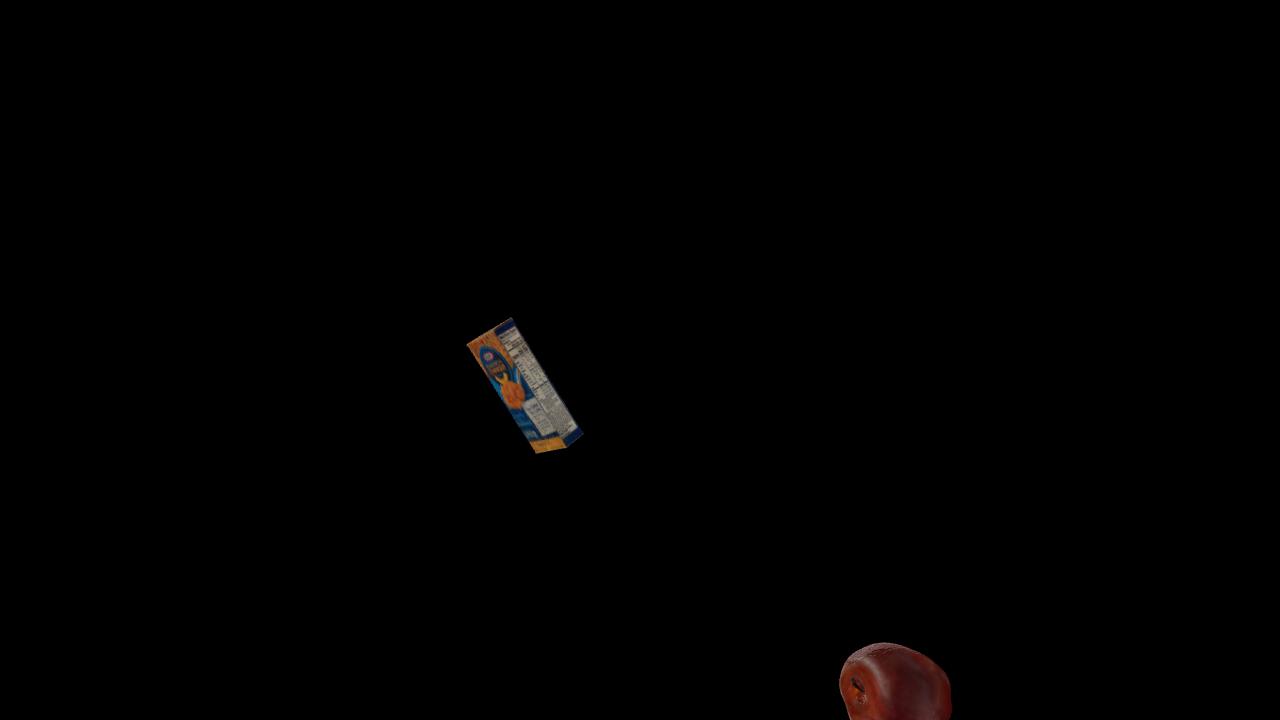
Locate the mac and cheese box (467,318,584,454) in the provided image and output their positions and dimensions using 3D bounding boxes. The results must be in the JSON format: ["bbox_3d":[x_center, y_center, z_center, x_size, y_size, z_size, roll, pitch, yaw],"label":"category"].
[{"bbox_3d":[-0.157,0.039,0.839,0.041,0.184,0.093,-38,12,-36],"label":"mac and cheese box"}]

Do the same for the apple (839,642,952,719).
[{"bbox_3d":[0.212,0.274,0.510,0.093,0.079,0.079,15,-5,-19],"label":"apple"}]
